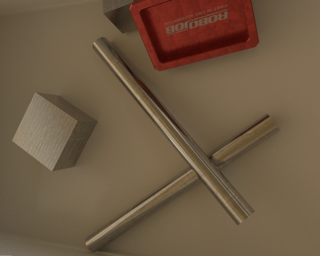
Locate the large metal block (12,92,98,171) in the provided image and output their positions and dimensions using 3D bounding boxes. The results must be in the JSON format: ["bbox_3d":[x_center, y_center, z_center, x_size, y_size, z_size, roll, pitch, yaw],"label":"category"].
[{"bbox_3d":[-0.152,0.004,0.449,0.080,0.050,0.080,32,100,16],"label":"large metal block"}]

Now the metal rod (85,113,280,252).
[{"bbox_3d":[0.018,0.079,0.403,0.300,0.025,0.025,-37,79,15],"label":"metal rod"}]

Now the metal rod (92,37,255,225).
[{"bbox_3d":[0.005,-0.010,0.389,0.025,0.025,0.300,-45,70,14],"label":"metal rod"}]

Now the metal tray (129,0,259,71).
[{"bbox_3d":[0.042,-0.126,0.365,0.130,0.030,0.090,-11,127,19],"label":"metal tray"}]

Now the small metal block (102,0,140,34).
[{"bbox_3d":[-0.040,-0.155,0.408,0.050,0.050,0.025,-13,72,19],"label":"small metal block"}]
